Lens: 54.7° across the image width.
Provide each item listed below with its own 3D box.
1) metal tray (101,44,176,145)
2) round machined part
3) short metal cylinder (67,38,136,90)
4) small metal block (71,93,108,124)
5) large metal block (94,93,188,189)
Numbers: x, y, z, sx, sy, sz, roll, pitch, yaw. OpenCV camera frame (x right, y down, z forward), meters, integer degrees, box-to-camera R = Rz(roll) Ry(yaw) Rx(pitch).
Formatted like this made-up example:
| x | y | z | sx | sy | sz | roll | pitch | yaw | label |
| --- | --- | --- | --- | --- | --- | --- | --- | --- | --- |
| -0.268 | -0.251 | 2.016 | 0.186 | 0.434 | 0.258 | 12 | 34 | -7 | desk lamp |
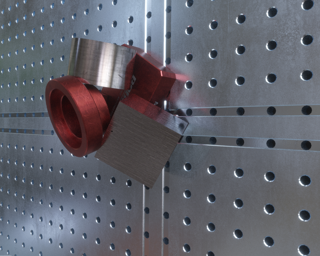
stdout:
| x | y | z | sx | sy | sz | roll | pitch | yaw | label |
| --- | --- | --- | --- | --- | --- | --- | --- | --- | --- |
| -0.043 | -0.041 | 0.440 | 0.090 | 0.030 | 0.129 | 42 | 115 | 31 | metal tray |
| -0.097 | -0.017 | 0.379 | 0.098 | 0.042 | 0.097 | 28 | 130 | 40 | round machined part |
| -0.074 | -0.080 | 0.392 | 0.080 | 0.081 | 0.050 | 17 | 101 | 38 | short metal cylinder |
| -0.106 | -0.027 | 0.437 | 0.025 | 0.050 | 0.050 | 24 | 105 | 37 | small metal block |
| -0.022 | 0.015 | 0.386 | 0.080 | 0.050 | 0.079 | 29 | 111 | 3 | large metal block |
